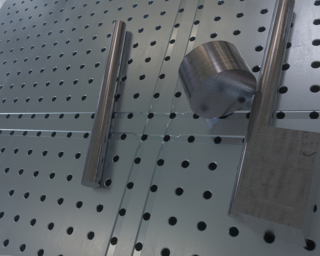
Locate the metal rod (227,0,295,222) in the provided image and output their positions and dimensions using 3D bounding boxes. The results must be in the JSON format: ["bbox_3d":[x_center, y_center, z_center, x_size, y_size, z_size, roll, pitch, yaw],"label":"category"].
[{"bbox_3d":[0.126,-0.040,0.367,0.025,0.025,0.300,5,64,30],"label":"metal rod"}]

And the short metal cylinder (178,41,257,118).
[{"bbox_3d":[0.068,-0.057,0.372,0.080,0.080,0.050,-26,53,12],"label":"short metal cylinder"}]

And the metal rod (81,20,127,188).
[{"bbox_3d":[-0.082,-0.055,0.484,0.025,0.025,0.299,-10,57,23],"label":"metal rod"}]

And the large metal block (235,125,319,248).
[{"bbox_3d":[0.112,0.054,0.281,0.050,0.080,0.080,9,66,32],"label":"large metal block"}]
